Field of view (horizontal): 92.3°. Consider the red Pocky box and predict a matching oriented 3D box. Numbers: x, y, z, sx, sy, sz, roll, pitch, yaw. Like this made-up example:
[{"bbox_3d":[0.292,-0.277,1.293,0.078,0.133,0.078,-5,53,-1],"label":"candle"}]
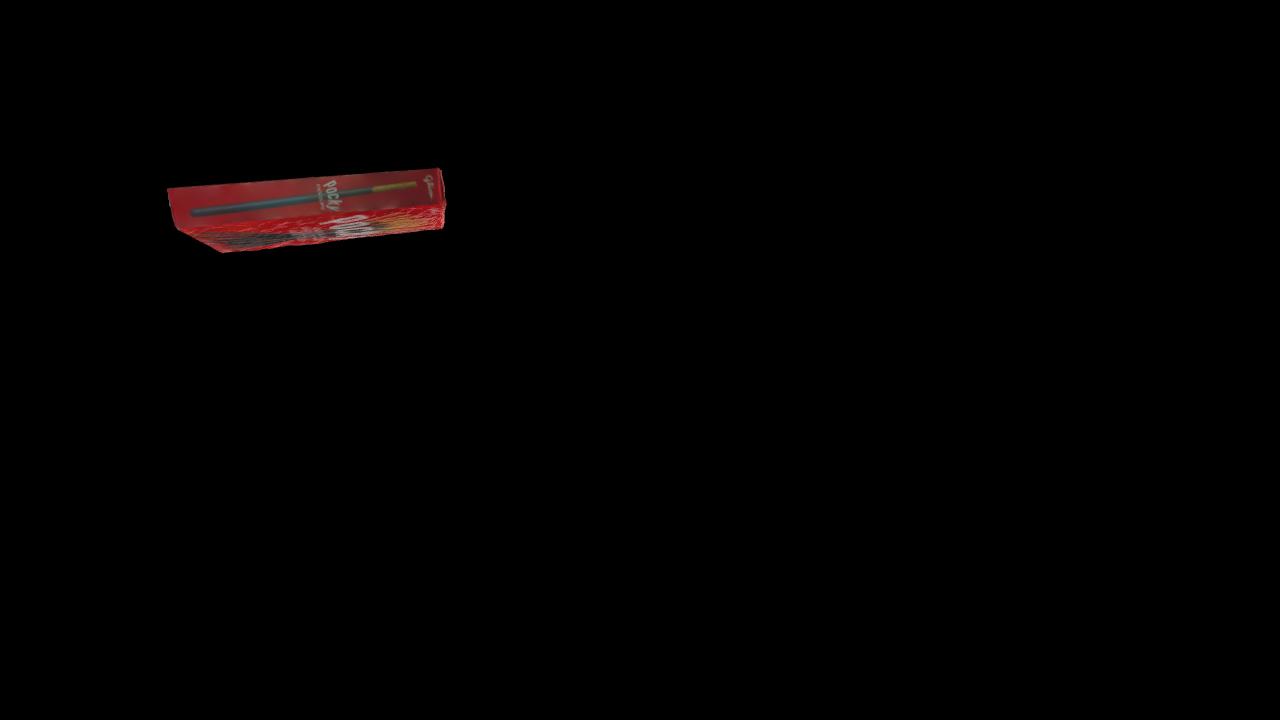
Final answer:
[{"bbox_3d":[-0.211,-0.099,0.413,0.155,0.028,0.083,-11,3,-18],"label":"red Pocky box"}]
